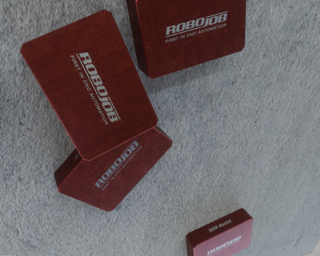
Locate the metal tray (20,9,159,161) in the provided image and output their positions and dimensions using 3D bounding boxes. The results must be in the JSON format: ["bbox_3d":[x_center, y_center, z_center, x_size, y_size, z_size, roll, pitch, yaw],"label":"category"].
[{"bbox_3d":[-0.068,-0.042,0.320,0.090,0.030,0.129,-28,114,-11],"label":"metal tray"}]

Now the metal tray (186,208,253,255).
[{"bbox_3d":[0.117,0.219,0.603,0.131,0.030,0.089,-19,126,-18],"label":"metal tray"}]

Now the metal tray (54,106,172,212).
[{"bbox_3d":[-0.058,0.040,0.396,0.130,0.030,0.090,-48,129,6],"label":"metal tray"}]

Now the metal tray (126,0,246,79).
[{"bbox_3d":[0.034,-0.118,0.349,0.131,0.030,0.089,-20,126,-16],"label":"metal tray"}]
